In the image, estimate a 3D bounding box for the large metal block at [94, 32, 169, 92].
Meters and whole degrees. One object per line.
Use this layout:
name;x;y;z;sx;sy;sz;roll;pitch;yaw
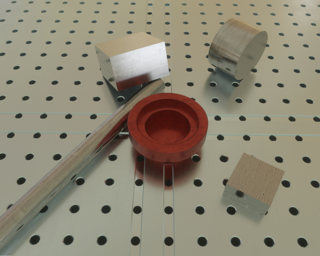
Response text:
large metal block;-0.043;-0.102;0.460;0.081;0.050;0.080;-21;33;-17

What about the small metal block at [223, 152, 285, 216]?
small metal block;0.108;0.063;0.356;0.050;0.025;0.050;26;54;19

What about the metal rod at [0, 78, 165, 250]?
metal rod;-0.089;0.027;0.383;0.025;0.025;0.301;28;55;21

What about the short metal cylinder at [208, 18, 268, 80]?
short metal cylinder;0.119;-0.121;0.475;0.050;0.080;0.080;38;59;27

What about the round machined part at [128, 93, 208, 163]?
round machined part;0.010;0.004;0.394;0.099;0.042;0.098;0;50;0
